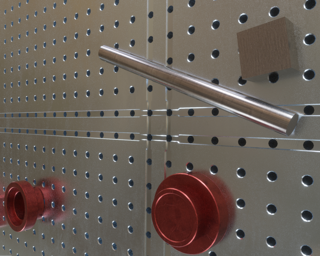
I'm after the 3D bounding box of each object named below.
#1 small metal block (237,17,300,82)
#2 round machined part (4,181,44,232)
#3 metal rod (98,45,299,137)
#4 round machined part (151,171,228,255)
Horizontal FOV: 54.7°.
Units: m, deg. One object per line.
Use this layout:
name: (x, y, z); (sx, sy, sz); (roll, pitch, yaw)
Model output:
small metal block: (0.110, -0.079, 0.318); (0.050, 0.025, 0.050); (-9, 84, 39)
round machined part: (-0.269, 0.154, 0.621); (0.098, 0.042, 0.097); (0, 90, 40)
metal rod: (0.022, -0.060, 0.391); (0.300, 0.025, 0.025); (28, 108, 36)
round machined part: (0.028, 0.104, 0.375); (0.098, 0.042, 0.097); (0, 90, 40)
